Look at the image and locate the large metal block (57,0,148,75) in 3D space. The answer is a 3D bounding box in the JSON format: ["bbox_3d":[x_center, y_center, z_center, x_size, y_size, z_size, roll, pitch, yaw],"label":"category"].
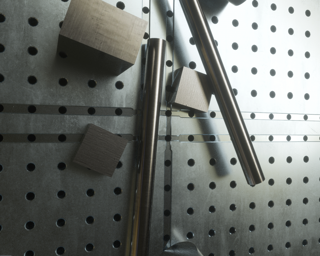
[{"bbox_3d":[-0.070,-0.104,0.357,0.081,0.080,0.050,19,84,-19],"label":"large metal block"}]

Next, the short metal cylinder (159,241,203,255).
[{"bbox_3d":[0.029,0.194,0.394,0.080,0.080,0.050,-40,103,-15],"label":"short metal cylinder"}]

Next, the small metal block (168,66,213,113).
[{"bbox_3d":[0.044,-0.052,0.429,0.050,0.025,0.050,16,85,-20],"label":"small metal block"}]

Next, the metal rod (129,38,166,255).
[{"bbox_3d":[-0.016,0.033,0.406,0.025,0.025,0.298,5,88,-20],"label":"metal rod"}]

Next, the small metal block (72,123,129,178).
[{"bbox_3d":[-0.075,0.027,0.385,0.050,0.025,0.050,27,81,-18],"label":"small metal block"}]

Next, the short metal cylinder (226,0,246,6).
[{"bbox_3d":[0.104,-0.216,0.421,0.050,0.080,0.080,24,82,-19],"label":"short metal cylinder"}]

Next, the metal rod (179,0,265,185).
[{"bbox_3d":[0.079,-0.063,0.414,0.025,0.025,0.299,-24,98,-18],"label":"metal rod"}]
